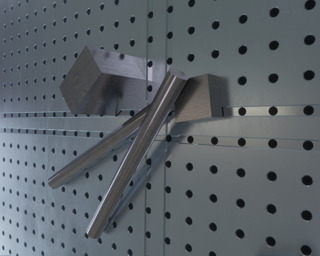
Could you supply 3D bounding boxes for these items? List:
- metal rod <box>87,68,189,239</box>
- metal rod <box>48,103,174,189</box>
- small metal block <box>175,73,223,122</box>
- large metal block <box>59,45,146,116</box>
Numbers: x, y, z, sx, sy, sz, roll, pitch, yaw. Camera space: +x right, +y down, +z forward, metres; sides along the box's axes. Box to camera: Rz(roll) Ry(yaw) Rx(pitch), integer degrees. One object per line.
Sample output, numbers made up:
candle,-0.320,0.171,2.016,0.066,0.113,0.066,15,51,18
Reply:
metal rod,-0.042,0.052,0.425,0.025,0.025,0.298,47,123,29
metal rod,-0.091,0.033,0.484,0.299,0.025,0.025,-33,70,35
small metal block,0.044,-0.034,0.373,0.050,0.025,0.050,-8,85,39
large metal block,-0.082,-0.063,0.441,0.080,0.081,0.050,-46,63,30
